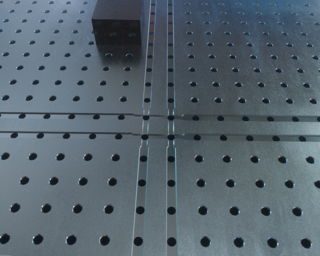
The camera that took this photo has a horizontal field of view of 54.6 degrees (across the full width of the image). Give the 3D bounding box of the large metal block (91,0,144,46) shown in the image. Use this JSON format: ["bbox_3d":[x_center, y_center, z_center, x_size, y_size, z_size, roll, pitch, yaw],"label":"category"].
[{"bbox_3d":[-0.071,-0.193,0.553,0.080,0.050,0.080,2,50,1],"label":"large metal block"}]
